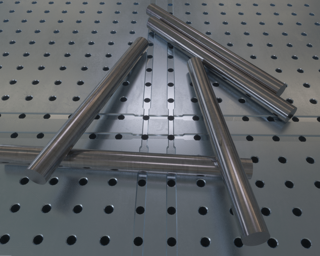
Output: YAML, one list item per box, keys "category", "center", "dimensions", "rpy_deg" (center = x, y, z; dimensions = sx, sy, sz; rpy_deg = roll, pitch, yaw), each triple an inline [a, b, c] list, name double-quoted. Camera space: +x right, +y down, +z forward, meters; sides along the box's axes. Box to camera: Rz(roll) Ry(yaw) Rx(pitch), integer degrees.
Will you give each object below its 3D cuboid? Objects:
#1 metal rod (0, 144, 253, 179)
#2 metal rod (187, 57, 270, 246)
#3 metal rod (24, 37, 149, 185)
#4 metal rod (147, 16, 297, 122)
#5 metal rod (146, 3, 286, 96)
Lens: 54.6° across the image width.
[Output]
- category: "metal rod"
  center: [-0.043, 0.040, 0.373]
  dimensions: [0.301, 0.025, 0.025]
  rpy_deg: [3, 50, 2]
- category: "metal rod"
  center: [0.070, -0.002, 0.384]
  dimensions: [0.025, 0.025, 0.300]
  rpy_deg: [-4, 42, -4]
- category: "metal rod"
  center: [-0.080, -0.047, 0.426]
  dimensions: [0.025, 0.025, 0.301]
  rpy_deg: [15, 45, 12]
- category: "metal rod"
  center: [0.082, -0.105, 0.496]
  dimensions: [0.025, 0.025, 0.300]
  rpy_deg: [-33, 57, -24]
- category: "metal rod"
  center: [0.080, -0.141, 0.526]
  dimensions: [0.025, 0.025, 0.300]
  rpy_deg: [-33, 57, -24]
